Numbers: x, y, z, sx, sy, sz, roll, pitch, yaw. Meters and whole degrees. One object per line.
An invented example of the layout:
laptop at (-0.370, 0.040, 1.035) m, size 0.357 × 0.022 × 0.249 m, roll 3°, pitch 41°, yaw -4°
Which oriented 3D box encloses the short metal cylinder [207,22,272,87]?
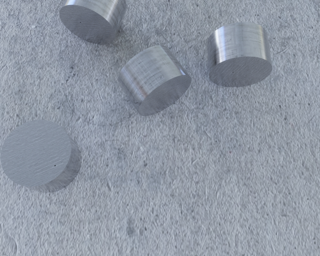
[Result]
short metal cylinder at (0.105, -0.095, 0.414) m, size 0.081 × 0.080 × 0.050 m, roll 0°, pitch 70°, yaw 0°

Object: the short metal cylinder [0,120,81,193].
short metal cylinder at (-0.143, 0.036, 0.381) m, size 0.081 × 0.050 × 0.080 m, roll 0°, pitch 70°, yaw 0°

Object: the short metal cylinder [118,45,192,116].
short metal cylinder at (-0.007, -0.060, 0.400) m, size 0.080 × 0.080 × 0.050 m, roll -31°, pitch 73°, yaw -11°

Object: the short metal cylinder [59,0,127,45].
short metal cylinder at (-0.093, -0.164, 0.438) m, size 0.080 × 0.080 × 0.050 m, roll 15°, pitch 71°, yaw 5°
